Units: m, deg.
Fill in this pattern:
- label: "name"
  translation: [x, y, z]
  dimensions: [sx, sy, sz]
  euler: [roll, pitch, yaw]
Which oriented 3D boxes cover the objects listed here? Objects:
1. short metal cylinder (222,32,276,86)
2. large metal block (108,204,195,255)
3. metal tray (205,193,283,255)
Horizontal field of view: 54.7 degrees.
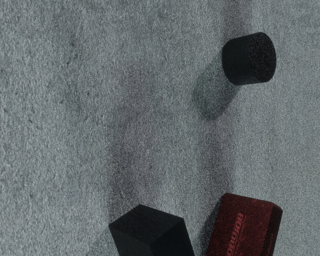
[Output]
- label: "short metal cylinder"
  translation: [0.148, -0.112, 0.512]
  dimensions: [0.081, 0.050, 0.080]
  euler: [0, 90, -40]
- label: "large metal block"
  translation: [-0.007, 0.144, 0.363]
  dimensions: [0.050, 0.080, 0.080]
  euler: [-27, 107, -37]
- label: "metal tray"
  translation: [0.122, 0.170, 0.464]
  dimensions: [0.030, 0.090, 0.130]
  euler: [33, 70, -36]
